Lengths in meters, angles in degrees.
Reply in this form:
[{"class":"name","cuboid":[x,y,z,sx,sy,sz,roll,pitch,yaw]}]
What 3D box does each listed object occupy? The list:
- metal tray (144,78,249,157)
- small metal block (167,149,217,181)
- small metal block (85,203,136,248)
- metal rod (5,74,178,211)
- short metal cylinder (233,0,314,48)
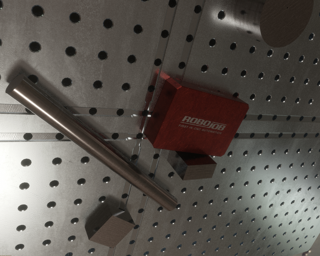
[{"class":"metal tray","cuboid":[0.053,-0.010,0.433,0.131,0.030,0.089,10,113,-33]},{"class":"small metal block","cuboid":[0.046,0.050,0.453,0.050,0.050,0.025,1,118,-29]},{"class":"small metal block","cuboid":[-0.074,0.147,0.463,0.050,0.025,0.050,-47,130,4]},{"class":"metal rod","cuboid":[-0.063,0.039,0.401,0.025,0.025,0.300,-43,130,1]},{"class":"short metal cylinder","cuboid":[0.139,-0.146,0.383,0.081,0.050,0.079,-14,124,-21]}]
